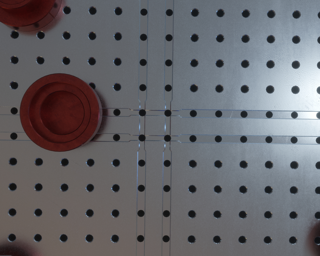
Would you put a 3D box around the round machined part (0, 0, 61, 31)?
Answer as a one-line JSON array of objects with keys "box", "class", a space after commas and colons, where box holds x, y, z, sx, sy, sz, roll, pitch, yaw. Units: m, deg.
[{"box": [-0.183, -0.181, 0.402, 0.099, 0.042, 0.097, 0, 90, -1], "class": "round machined part"}]

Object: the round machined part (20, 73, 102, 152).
[{"box": [-0.124, -0.019, 0.403, 0.099, 0.042, 0.097, 0, 90, -1], "class": "round machined part"}]
